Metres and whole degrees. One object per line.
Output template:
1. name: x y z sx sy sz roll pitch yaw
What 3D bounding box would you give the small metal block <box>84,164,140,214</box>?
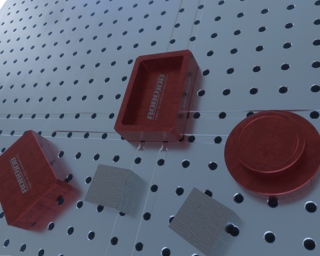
1. small metal block: -0.061 0.077 0.393 0.050 0.025 0.050 5 64 30

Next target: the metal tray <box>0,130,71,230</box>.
1. metal tray: -0.198 0.073 0.465 0.090 0.030 0.130 -43 51 -2

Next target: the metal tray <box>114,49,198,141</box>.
1. metal tray: -0.004 -0.046 0.435 0.090 0.030 0.130 0 61 28

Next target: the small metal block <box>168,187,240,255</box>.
1. small metal block: 0.046 0.098 0.324 0.050 0.025 0.050 27 76 37

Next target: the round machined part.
1. round machined part: 0.115 0.022 0.323 0.098 0.042 0.098 -13 56 21
